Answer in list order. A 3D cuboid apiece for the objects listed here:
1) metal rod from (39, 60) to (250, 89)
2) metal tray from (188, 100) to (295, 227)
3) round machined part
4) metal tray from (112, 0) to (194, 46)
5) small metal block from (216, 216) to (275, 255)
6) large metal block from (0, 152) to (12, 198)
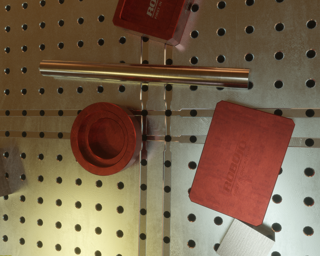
[{"bbox_3d":[-0.034,-0.076,0.423,0.301,0.025,0.025,6,92,19],"label":"metal rod"},{"bbox_3d":[0.097,0.040,0.375,0.090,0.030,0.129,18,96,18],"label":"metal tray"},{"bbox_3d":[-0.070,0.014,0.427,0.098,0.042,0.097,0,90,19],"label":"round machined part"},{"bbox_3d":[0.000,-0.185,0.409,0.090,0.030,0.129,21,97,18],"label":"metal tray"},{"bbox_3d":[0.104,0.141,0.376,0.050,0.025,0.050,29,99,17],"label":"small metal block"},{"bbox_3d":[-0.301,0.085,0.503,0.080,0.050,0.080,-21,83,18],"label":"large metal block"}]
